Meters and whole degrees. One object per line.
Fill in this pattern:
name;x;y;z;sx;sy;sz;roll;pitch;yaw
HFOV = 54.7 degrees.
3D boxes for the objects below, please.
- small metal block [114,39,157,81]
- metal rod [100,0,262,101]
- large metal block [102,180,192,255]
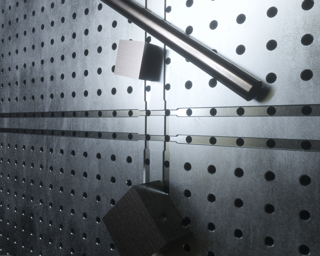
small metal block;-0.035;-0.096;0.436;0.050;0.025;0.050;18;101;38
metal rod;0.005;-0.125;0.403;0.300;0.025;0.025;42;116;31
large metal block;-0.020;0.128;0.408;0.080;0.050;0.080;-49;61;28
